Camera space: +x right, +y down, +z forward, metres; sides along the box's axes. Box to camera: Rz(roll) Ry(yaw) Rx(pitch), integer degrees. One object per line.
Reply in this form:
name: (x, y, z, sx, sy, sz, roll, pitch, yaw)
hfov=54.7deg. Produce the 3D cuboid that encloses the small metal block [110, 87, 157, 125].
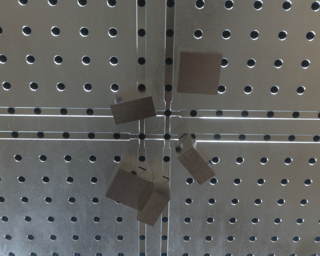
small metal block: (-0.032, -0.029, 0.389, 0.050, 0.050, 0.025, -13, 110, 4)

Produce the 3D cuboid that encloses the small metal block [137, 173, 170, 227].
small metal block: (-0.009, 0.100, 0.437, 0.025, 0.050, 0.050, 26, 108, -10)

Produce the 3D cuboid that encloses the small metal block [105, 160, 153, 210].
small metal block: (-0.044, 0.082, 0.443, 0.050, 0.025, 0.050, 26, 108, -10)

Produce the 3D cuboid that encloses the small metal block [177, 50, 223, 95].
small metal block: (0.048, -0.070, 0.388, 0.050, 0.025, 0.050, 3, 110, -2)

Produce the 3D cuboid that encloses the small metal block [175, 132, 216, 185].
small metal block: (0.046, 0.040, 0.416, 0.025, 0.050, 0.050, -36, 107, 12)
